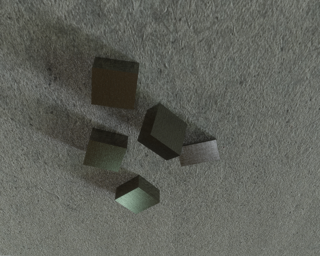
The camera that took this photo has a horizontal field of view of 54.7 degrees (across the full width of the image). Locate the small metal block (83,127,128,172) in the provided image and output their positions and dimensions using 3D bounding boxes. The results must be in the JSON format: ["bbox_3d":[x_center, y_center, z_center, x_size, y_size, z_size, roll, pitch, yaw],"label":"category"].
[{"bbox_3d":[-0.076,0.031,0.433,0.050,0.025,0.050,14,129,-12],"label":"small metal block"}]

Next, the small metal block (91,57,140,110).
[{"bbox_3d":[-0.053,-0.052,0.362,0.050,0.025,0.050,7,130,-6],"label":"small metal block"}]

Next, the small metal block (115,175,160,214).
[{"bbox_3d":[-0.036,0.108,0.499,0.050,0.025,0.050,-32,124,24],"label":"small metal block"}]

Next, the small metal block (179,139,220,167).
[{"bbox_3d":[0.053,0.032,0.416,0.050,0.050,0.025,-12,88,10],"label":"small metal block"}]

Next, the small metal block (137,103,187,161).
[{"bbox_3d":[0.004,0.005,0.392,0.050,0.050,0.025,36,139,-27],"label":"small metal block"}]
